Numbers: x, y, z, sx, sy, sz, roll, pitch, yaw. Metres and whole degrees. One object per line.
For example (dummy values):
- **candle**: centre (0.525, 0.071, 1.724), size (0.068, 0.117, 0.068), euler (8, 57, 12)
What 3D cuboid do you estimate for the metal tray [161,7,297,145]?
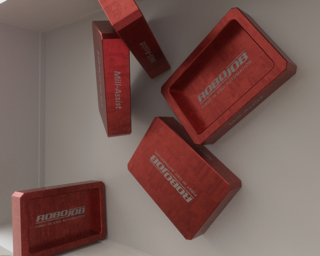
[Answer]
- **metal tray**: centre (0.069, -0.053, 0.345), size (0.129, 0.030, 0.090), euler (-46, 63, 30)

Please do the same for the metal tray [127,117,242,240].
- **metal tray**: centre (0.024, 0.058, 0.383), size (0.130, 0.030, 0.089), euler (45, 117, 30)

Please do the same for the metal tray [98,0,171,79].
- **metal tray**: centre (-0.034, -0.122, 0.363), size (0.030, 0.130, 0.090), euler (-31, 71, 6)

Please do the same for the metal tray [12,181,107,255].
- **metal tray**: centre (-0.142, 0.129, 0.451), size (0.030, 0.131, 0.089), euler (-6, 86, 44)

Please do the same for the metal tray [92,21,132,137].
- **metal tray**: centre (-0.063, -0.065, 0.400), size (0.090, 0.030, 0.129), euler (-123, 30, -57)
